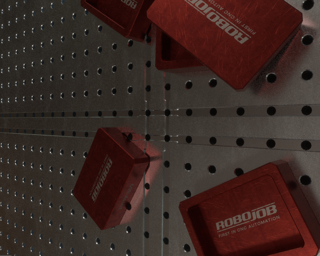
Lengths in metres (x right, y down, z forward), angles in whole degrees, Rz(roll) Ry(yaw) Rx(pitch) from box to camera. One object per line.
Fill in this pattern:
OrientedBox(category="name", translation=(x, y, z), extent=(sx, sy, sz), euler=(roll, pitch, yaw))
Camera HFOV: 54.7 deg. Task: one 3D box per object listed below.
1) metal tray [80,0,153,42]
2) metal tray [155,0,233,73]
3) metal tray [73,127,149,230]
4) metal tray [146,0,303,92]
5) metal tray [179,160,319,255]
OrientedBox(category="metal tray", translation=(-0.057, -0.195, 0.450), extent=(0.130, 0.030, 0.089), euler=(42, 115, 31))
OrientedBox(category="metal tray", translation=(0.040, -0.135, 0.371), extent=(0.090, 0.030, 0.129), euler=(3, 92, 39))
OrientedBox(category="metal tray", translation=(-0.078, 0.075, 0.468), extent=(0.090, 0.030, 0.129), euler=(39, 113, 33))
OrientedBox(category="metal tray", translation=(0.062, -0.110, 0.317), extent=(0.130, 0.030, 0.090), euler=(42, 102, 12))
OrientedBox(category="metal tray", translation=(0.090, 0.100, 0.330), extent=(0.130, 0.030, 0.090), euler=(-34, 69, 34))
